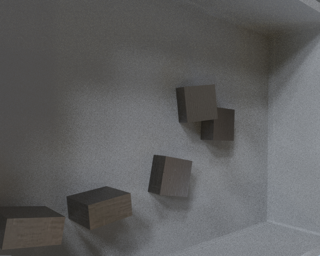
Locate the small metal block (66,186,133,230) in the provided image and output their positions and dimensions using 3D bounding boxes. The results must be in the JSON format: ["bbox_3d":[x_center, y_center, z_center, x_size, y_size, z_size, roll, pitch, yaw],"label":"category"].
[{"bbox_3d":[-0.066,0.085,0.337,0.050,0.050,0.025,-8,95,-40],"label":"small metal block"}]

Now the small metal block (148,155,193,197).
[{"bbox_3d":[0.014,0.065,0.421,0.050,0.025,0.050,15,81,-39],"label":"small metal block"}]

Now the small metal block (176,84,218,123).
[{"bbox_3d":[0.053,-0.035,0.445,0.050,0.025,0.050,-8,95,-24],"label":"small metal block"}]

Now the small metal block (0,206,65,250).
[{"bbox_3d":[-0.124,0.090,0.288,0.050,0.050,0.025,12,83,-40],"label":"small metal block"}]

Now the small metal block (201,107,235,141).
[{"bbox_3d":[0.091,-0.006,0.486,0.050,0.025,0.050,3,88,-40],"label":"small metal block"}]
